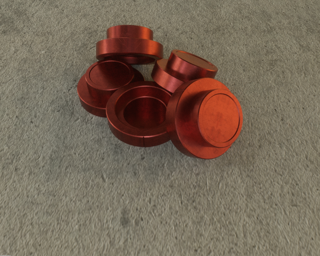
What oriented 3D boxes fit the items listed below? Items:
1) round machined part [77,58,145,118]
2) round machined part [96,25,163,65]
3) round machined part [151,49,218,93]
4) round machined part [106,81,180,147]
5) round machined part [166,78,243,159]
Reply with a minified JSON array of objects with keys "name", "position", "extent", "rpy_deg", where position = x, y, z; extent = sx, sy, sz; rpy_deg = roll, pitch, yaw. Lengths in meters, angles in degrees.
[{"name":"round machined part","position":[-0.070,-0.063,0.448],"extent":[0.099,0.042,0.098],"rpy_deg":[0,50,0]},{"name":"round machined part","position":[-0.044,-0.122,0.458],"extent":[0.099,0.098,0.042],"rpy_deg":[1,92,0]},{"name":"round machined part","position":[0.041,-0.076,0.430],"extent":[0.099,0.042,0.098],"rpy_deg":[19,25,-9]},{"name":"round machined part","position":[-0.018,-0.014,0.405],"extent":[0.099,0.042,0.098],"rpy_deg":[0,50,0]},{"name":"round machined part","position":[0.059,-0.011,0.368],"extent":[0.099,0.098,0.042],"rpy_deg":[-36,18,-26]}]
